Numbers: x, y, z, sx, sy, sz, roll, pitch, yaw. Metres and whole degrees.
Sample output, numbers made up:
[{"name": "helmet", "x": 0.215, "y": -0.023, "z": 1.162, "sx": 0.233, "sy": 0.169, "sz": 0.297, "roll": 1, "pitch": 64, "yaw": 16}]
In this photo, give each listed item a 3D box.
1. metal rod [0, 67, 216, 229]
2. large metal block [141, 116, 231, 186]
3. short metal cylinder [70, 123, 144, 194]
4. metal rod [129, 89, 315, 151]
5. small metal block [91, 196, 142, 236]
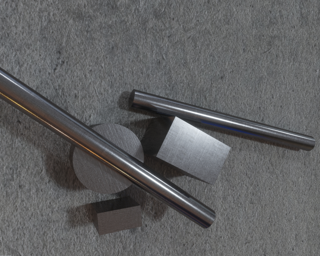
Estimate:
[{"name": "metal rod", "x": -0.057, "y": 0.027, "z": 0.335, "sx": 0.301, "sy": 0.025, "sz": 0.025, "roll": 36, "pitch": 78, "yaw": -17}, {"name": "large metal block", "x": 0.026, "y": 0.027, "z": 0.391, "sx": 0.080, "sy": 0.080, "sz": 0.050, "roll": 29, "pitch": 81, "yaw": -18}, {"name": "short metal cylinder", "x": -0.065, "y": 0.034, "z": 0.372, "sx": 0.081, "sy": 0.050, "sz": 0.079, "roll": 0, "pitch": 90, "yaw": -21}, {"name": "metal rod", "x": 0.102, "y": -0.006, "z": 0.448, "sx": 0.302, "sy": 0.025, "sz": 0.025, "roll": 13, "pitch": 86, "yaw": -20}, {"name": "small metal block", "x": -0.054, "y": 0.105, "z": 0.377, "sx": 0.050, "sy": 0.050, "sz": 0.025, "roll": -6, "pitch": 92, "yaw": -20}]
